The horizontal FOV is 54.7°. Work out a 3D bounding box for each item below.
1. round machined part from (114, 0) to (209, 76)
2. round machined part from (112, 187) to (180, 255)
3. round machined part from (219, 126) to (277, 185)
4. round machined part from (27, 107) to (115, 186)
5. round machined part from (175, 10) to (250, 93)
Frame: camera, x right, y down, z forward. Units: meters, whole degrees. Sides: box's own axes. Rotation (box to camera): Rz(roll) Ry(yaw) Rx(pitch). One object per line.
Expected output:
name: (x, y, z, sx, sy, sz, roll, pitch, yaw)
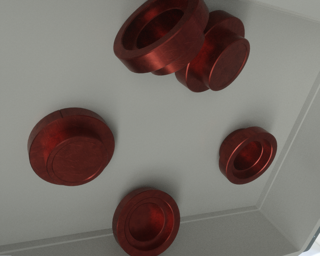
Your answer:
round machined part: (0.005, -0.091, 0.309, 0.098, 0.098, 0.042, -43, 130, 1)
round machined part: (-0.023, 0.135, 0.454, 0.099, 0.042, 0.097, -1, 92, -27)
round machined part: (0.135, 0.040, 0.499, 0.099, 0.042, 0.097, -14, 125, -21)
round machined part: (-0.100, 0.029, 0.362, 0.099, 0.042, 0.097, -14, 125, -21)
round machined part: (0.067, -0.083, 0.364, 0.099, 0.042, 0.097, -33, 148, -24)
